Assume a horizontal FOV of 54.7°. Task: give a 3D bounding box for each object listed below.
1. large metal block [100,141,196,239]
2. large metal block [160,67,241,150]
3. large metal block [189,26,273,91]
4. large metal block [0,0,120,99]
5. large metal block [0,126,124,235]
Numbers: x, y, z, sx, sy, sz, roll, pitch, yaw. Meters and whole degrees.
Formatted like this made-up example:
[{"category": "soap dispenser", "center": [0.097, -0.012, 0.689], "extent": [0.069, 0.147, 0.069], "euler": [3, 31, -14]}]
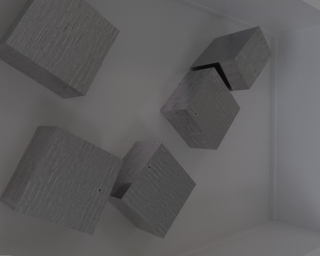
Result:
[{"category": "large metal block", "center": [-0.013, 0.073, 0.379], "extent": [0.080, 0.050, 0.080], "euler": [51, 60, -28]}, {"category": "large metal block", "center": [0.059, -0.026, 0.440], "extent": [0.080, 0.050, 0.080], "euler": [50, 61, -29]}, {"category": "large metal block", "center": [0.105, -0.098, 0.458], "extent": [0.080, 0.080, 0.050], "euler": [-51, 120, -28]}, {"category": "large metal block", "center": [-0.100, -0.085, 0.306], "extent": [0.080, 0.050, 0.080], "euler": [36, 68, -34]}, {"category": "large metal block", "center": [-0.095, 0.051, 0.310], "extent": [0.080, 0.050, 0.080], "euler": [34, 69, -35]}]
